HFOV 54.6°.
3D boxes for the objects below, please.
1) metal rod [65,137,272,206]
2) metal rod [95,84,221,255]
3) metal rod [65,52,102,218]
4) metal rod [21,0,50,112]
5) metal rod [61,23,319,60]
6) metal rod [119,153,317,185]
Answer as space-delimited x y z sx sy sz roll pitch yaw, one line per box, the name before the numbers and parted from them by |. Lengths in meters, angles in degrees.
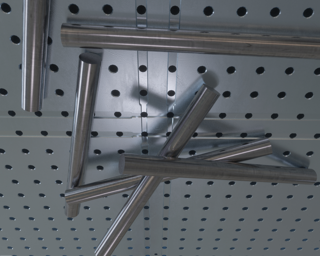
metal rod | 0.008 0.064 0.448 0.301 0.025 0.025 -15 129 6
metal rod | -0.013 0.072 0.423 0.025 0.025 0.299 25 111 -20
metal rod | -0.114 0.033 0.438 0.025 0.025 0.298 11 129 -9
metal rod | -0.116 -0.137 0.293 0.025 0.025 0.298 13 129 -11
metal rod | 0.049 -0.092 0.333 0.302 0.025 0.025 2 130 -2
metal rod | 0.094 0.058 0.419 0.302 0.025 0.025 7 131 -23
